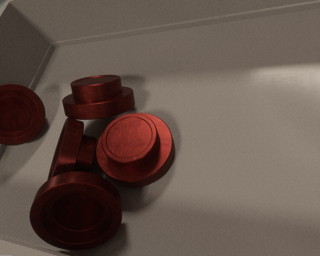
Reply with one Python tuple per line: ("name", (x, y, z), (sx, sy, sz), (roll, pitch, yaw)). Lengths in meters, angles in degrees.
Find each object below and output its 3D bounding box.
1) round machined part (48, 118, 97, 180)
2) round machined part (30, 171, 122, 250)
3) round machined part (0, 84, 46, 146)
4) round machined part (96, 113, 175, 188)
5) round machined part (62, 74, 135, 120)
("round machined part", (-0.115, 0.038, 0.409), (0.097, 0.042, 0.098), (-51, 29, 45))
("round machined part", (-0.094, 0.090, 0.358), (0.098, 0.098, 0.042), (-31, 26, 8))
("round machined part", (-0.241, -0.019, 0.507), (0.098, 0.098, 0.042), (-63, 16, -17))
("round machined part", (-0.033, 0.021, 0.385), (0.098, 0.042, 0.098), (-5, 57, 9))
("round machined part", (-0.087, -0.047, 0.434), (0.099, 0.042, 0.098), (-5, 20, 2))
